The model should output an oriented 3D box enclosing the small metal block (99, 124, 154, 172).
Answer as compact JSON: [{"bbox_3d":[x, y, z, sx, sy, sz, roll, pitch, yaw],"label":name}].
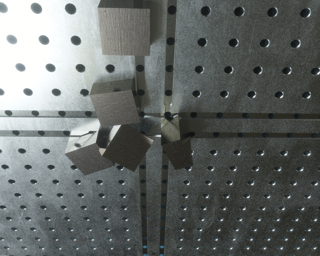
[{"bbox_3d":[-0.045,0.023,0.416,0.050,0.025,0.050,31,91,-24],"label":"small metal block"}]

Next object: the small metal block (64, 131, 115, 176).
[{"bbox_3d":[-0.098,0.037,0.442,0.050,0.025,0.050,-20,128,15],"label":"small metal block"}]

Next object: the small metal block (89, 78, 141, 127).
[{"bbox_3d":[-0.054,-0.031,0.385,0.050,0.025,0.050,-7,130,5],"label":"small metal block"}]

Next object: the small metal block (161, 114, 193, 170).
[{"bbox_3d":[0.022,0.019,0.412,0.025,0.050,0.050,-17,128,14],"label":"small metal block"}]

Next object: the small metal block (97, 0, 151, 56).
[{"bbox_3d":[-0.035,-0.104,0.323,0.050,0.025,0.050,1,130,-1],"label":"small metal block"}]
